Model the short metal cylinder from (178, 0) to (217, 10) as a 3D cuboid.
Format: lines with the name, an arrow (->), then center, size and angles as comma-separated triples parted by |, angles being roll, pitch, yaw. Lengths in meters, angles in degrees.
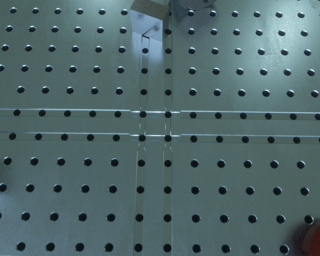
short metal cylinder -> 0.057, -0.226, 0.466 | 0.081, 0.080, 0.050 | -18, 71, -7

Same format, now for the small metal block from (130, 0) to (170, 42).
small metal block -> -0.015, -0.160, 0.457 | 0.050, 0.050, 0.025 | 22, 72, 7

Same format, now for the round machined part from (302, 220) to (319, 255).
round machined part -> 0.210, 0.150, 0.351 | 0.099, 0.042, 0.098 | 0, 70, -1
